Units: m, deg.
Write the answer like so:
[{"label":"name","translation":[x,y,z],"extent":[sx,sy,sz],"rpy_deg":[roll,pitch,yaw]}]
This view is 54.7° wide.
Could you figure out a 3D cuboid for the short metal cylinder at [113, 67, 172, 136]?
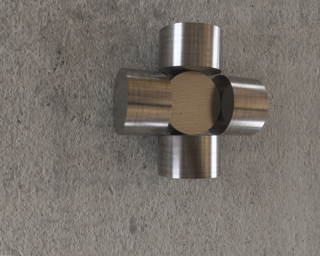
[{"label":"short metal cylinder","translation":[-0.024,-0.030,0.373],"extent":[0.050,0.080,0.079],"rpy_deg":[2,90,-20]}]

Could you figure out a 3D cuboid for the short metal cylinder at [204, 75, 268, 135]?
[{"label":"short metal cylinder","translation":[0.099,-0.030,0.419],"extent":[0.050,0.080,0.079],"rpy_deg":[2,90,-20]}]

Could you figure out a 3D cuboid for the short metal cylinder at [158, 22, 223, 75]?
[{"label":"short metal cylinder","translation":[0.038,-0.097,0.395],"extent":[0.081,0.080,0.050],"rpy_deg":[2,90,-20]}]

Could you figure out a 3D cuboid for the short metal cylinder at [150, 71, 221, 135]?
[{"label":"short metal cylinder","translation":[0.032,-0.031,0.410],"extent":[0.081,0.050,0.079],"rpy_deg":[0,90,-21]}]

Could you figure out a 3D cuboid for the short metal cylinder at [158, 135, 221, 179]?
[{"label":"short metal cylinder","translation":[0.037,0.034,0.396],"extent":[0.081,0.080,0.050],"rpy_deg":[0,90,-20]}]
